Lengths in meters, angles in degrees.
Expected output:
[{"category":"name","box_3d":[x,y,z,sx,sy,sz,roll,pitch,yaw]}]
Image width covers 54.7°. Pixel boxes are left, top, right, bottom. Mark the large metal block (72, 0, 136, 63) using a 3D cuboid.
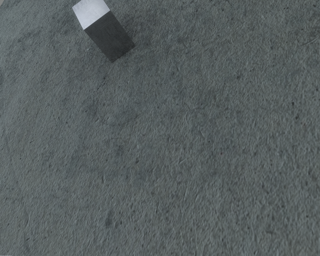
[{"category":"large metal block","box_3d":[-0.094,-0.171,0.523,0.050,0.080,0.080,-35,51,5]}]
